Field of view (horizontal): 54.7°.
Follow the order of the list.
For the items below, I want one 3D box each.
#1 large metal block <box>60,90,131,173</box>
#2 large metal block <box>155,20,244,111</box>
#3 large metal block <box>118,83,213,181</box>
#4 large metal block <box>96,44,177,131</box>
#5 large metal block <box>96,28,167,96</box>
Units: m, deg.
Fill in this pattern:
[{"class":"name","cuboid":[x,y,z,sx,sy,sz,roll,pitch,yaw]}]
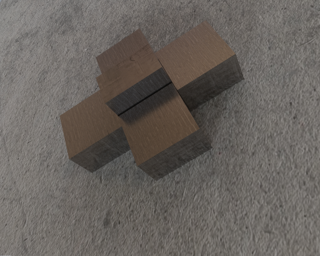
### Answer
[{"class":"large metal block","cuboid":[-0.084,0.002,0.430,0.080,0.050,0.080,-32,52,7]},{"class":"large metal block","cuboid":[0.051,-0.083,0.411,0.080,0.050,0.080,-32,52,7]},{"class":"large metal block","cuboid":[0.005,0.005,0.381,0.080,0.050,0.080,-32,52,7]},{"class":"large metal block","cuboid":[-0.024,-0.049,0.411,0.080,0.080,0.050,-32,52,7]},{"class":"large metal block","cuboid":[-0.040,-0.088,0.462,0.080,0.050,0.080,-32,52,7]}]
